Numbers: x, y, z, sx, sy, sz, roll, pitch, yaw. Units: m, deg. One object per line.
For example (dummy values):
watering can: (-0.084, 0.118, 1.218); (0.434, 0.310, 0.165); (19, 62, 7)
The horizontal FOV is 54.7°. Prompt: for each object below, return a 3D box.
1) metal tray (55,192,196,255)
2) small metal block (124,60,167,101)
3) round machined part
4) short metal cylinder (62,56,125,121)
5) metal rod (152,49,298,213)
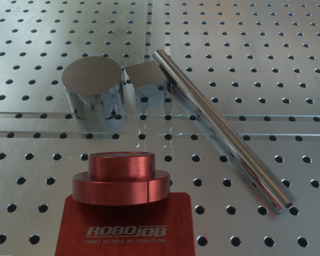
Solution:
metal tray: (-0.032, 0.112, 0.310); (0.131, 0.030, 0.090); (-1, 50, -1)
small metal block: (-0.022, -0.073, 0.468); (0.050, 0.025, 0.050); (-17, 52, -14)
round machined part: (-0.039, 0.047, 0.318); (0.099, 0.098, 0.042); (-1, 90, -1)
short metal cylinder: (-0.092, -0.057, 0.438); (0.081, 0.050, 0.080); (0, 50, 0)
metal rod: (0.069, -0.016, 0.421); (0.025, 0.025, 0.300); (-22, 54, -18)
